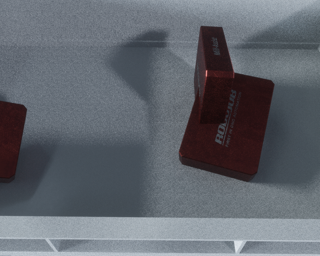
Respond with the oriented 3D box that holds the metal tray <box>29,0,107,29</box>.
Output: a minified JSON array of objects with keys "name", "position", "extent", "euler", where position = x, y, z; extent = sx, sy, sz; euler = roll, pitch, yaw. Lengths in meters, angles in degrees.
[{"name":"metal tray","position":[-0.171,-0.229,0.594],"extent":[0.131,0.030,0.090],"euler":[-1,50,-2]}]

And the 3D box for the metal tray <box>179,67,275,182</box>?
[{"name":"metal tray","position":[0.084,-0.008,0.387],"extent":[0.090,0.030,0.130],"euler":[14,67,11]}]

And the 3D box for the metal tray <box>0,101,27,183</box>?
[{"name":"metal tray","position":[-0.225,0.009,0.342],"extent":[0.131,0.030,0.090],"euler":[10,67,-23]}]

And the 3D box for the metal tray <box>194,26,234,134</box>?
[{"name":"metal tray","position":[0.066,-0.066,0.405],"extent":[0.030,0.089,0.130],"euler":[3,40,1]}]
